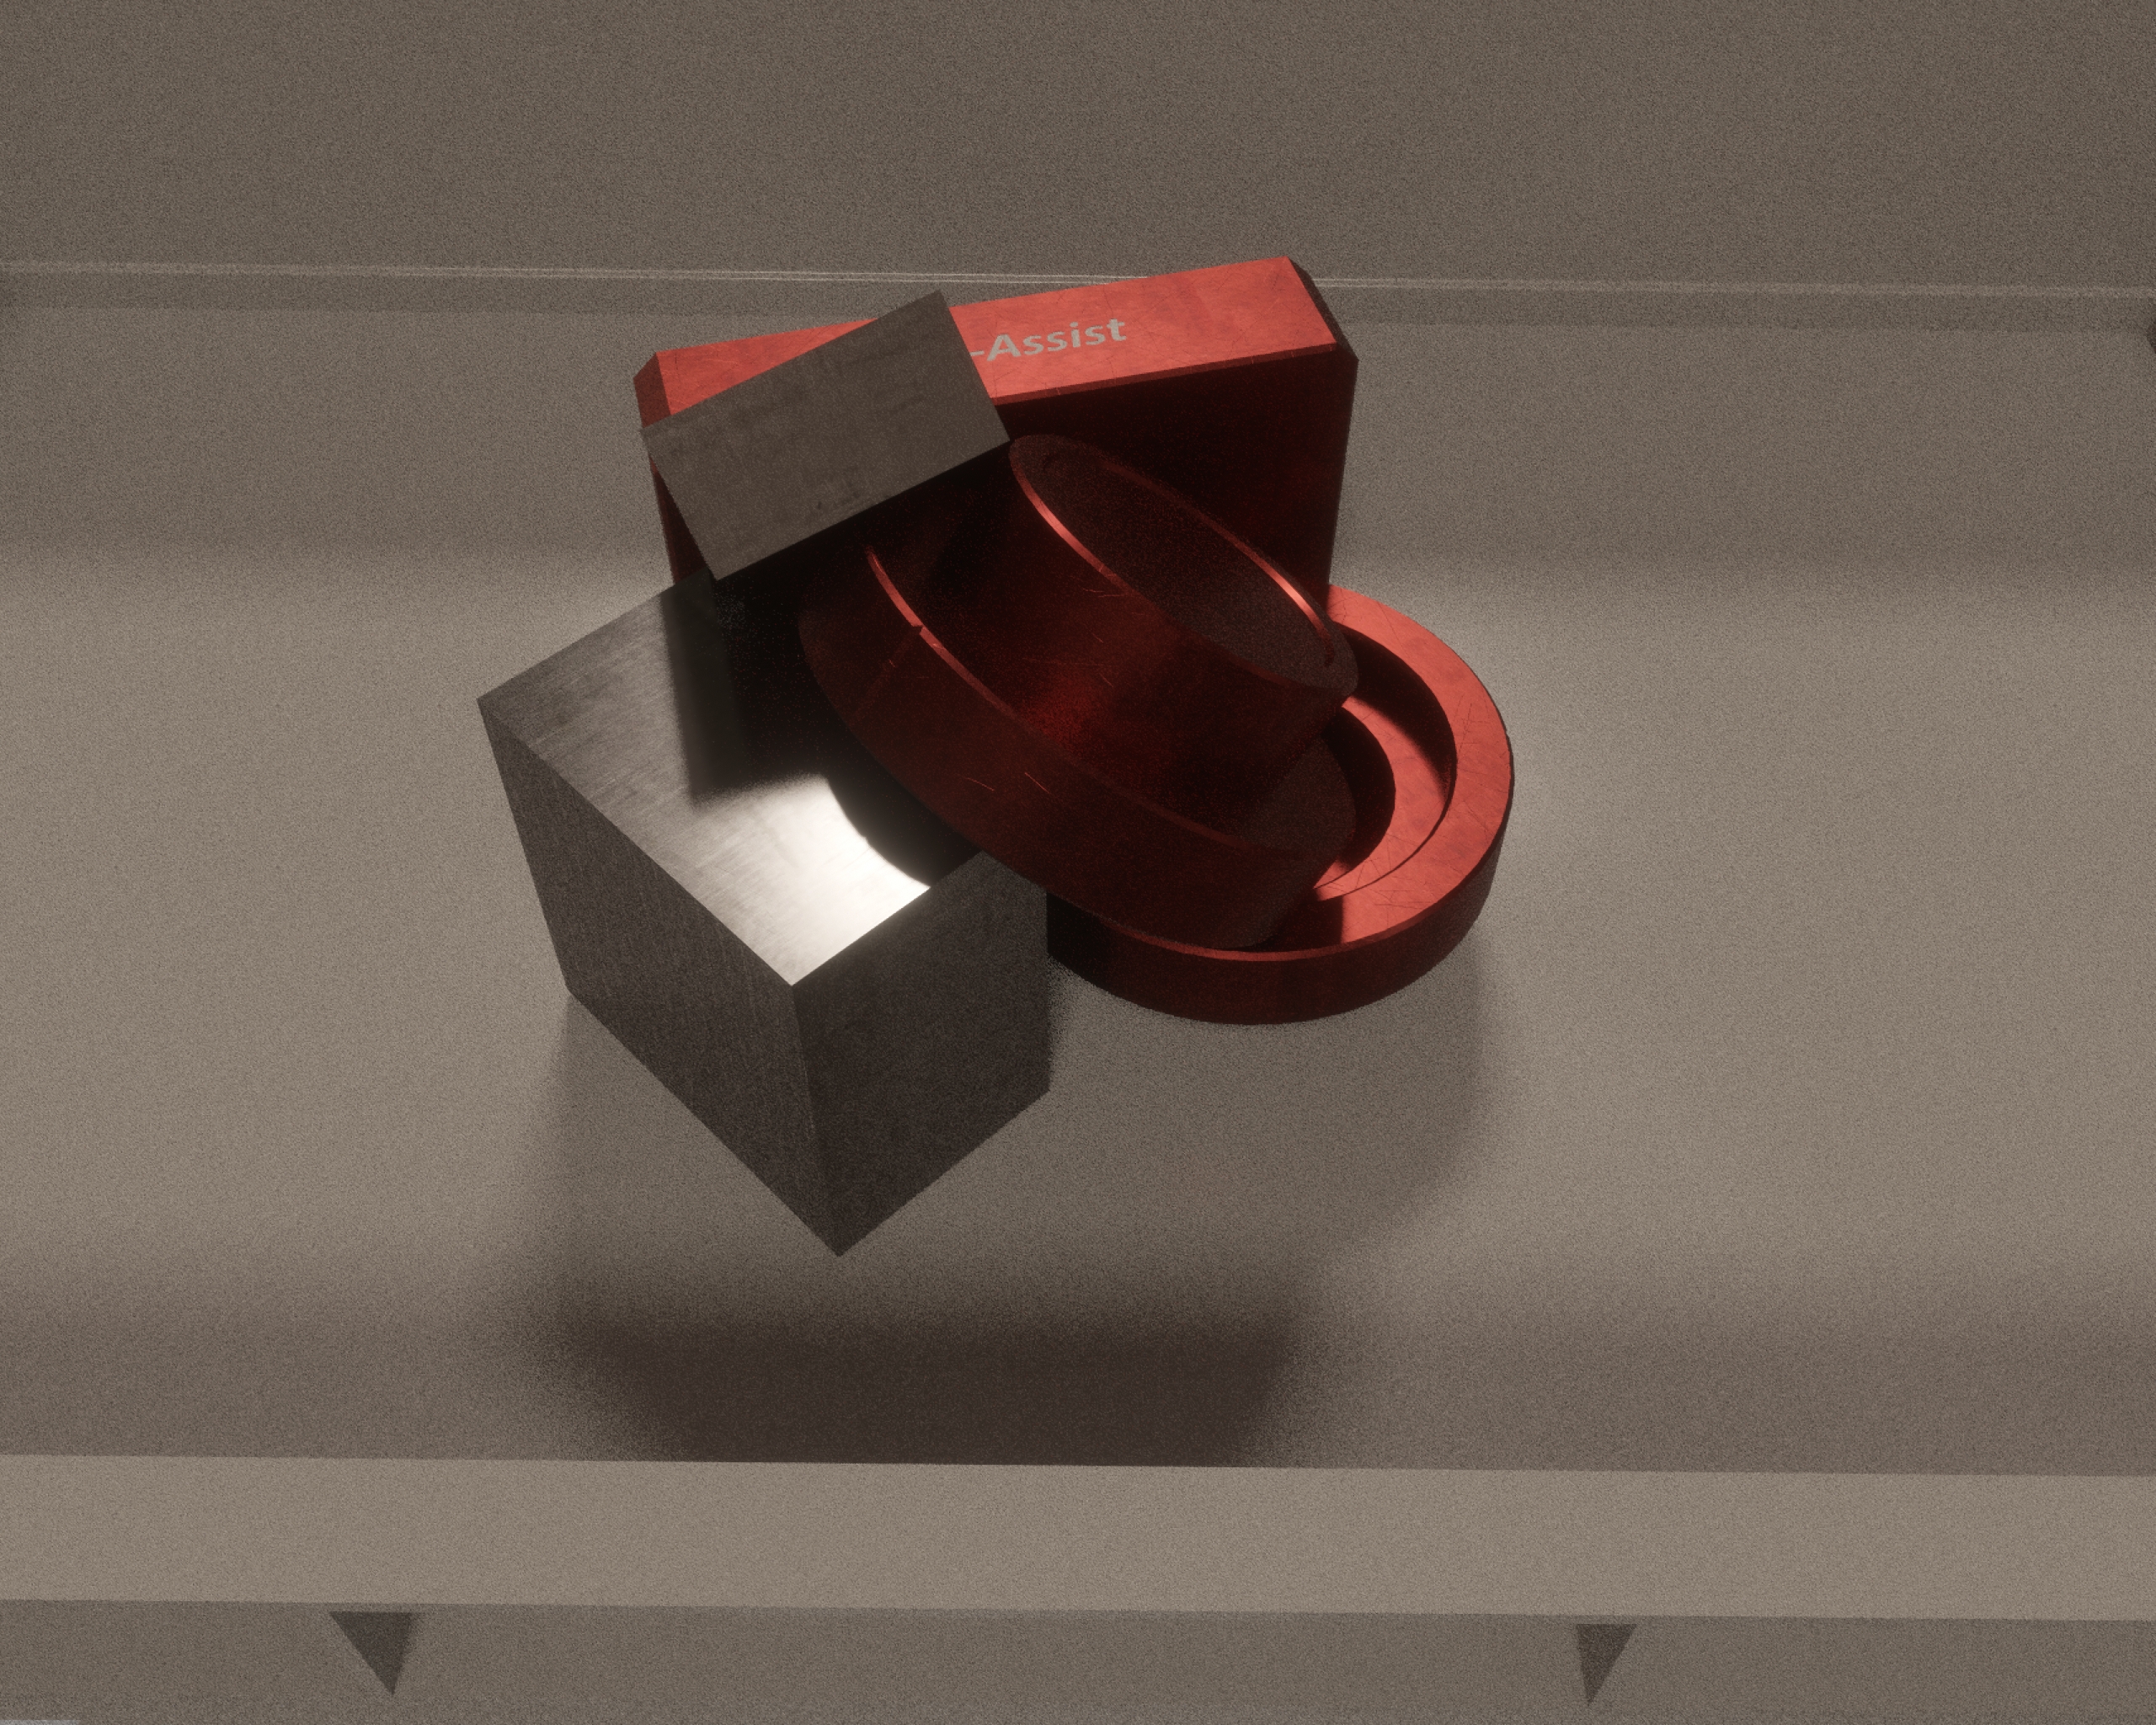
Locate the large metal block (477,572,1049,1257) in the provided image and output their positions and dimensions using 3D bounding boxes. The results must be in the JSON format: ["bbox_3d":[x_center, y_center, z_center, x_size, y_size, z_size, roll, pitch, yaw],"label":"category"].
[{"bbox_3d":[-0.051,0.008,0.361,0.050,0.080,0.080,-37,59,-27],"label":"large metal block"}]

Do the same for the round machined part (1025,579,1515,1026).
[{"bbox_3d":[0.031,-0.008,0.401,0.099,0.042,0.098,0,50,0],"label":"round machined part"}]

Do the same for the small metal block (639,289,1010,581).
[{"bbox_3d":[-0.043,-0.070,0.341,0.050,0.025,0.050,-27,16,-6],"label":"small metal block"}]

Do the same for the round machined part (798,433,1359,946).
[{"bbox_3d":[0.007,-0.034,0.346,0.098,0.042,0.098,30,24,-15],"label":"round machined part"}]

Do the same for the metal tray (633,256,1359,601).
[{"bbox_3d":[-0.015,-0.066,0.415,0.131,0.089,0.030,-12,52,-10],"label":"metal tray"}]
